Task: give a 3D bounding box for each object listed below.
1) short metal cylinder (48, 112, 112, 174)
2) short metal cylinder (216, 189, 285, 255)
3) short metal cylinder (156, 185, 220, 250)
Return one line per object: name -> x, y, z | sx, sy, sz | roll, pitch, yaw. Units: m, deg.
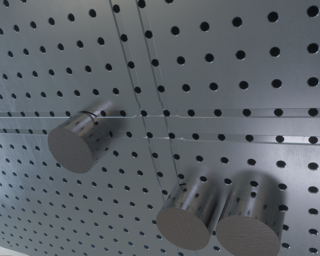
short metal cylinder -> -0.122, 0.023, 0.474 | 0.080, 0.050, 0.079 | 13, 124, 21
short metal cylinder -> 0.120, 0.129, 0.412 | 0.080, 0.050, 0.079 | 13, 124, 21
short metal cylinder -> 0.041, 0.131, 0.454 | 0.080, 0.050, 0.079 | 13, 124, 21
